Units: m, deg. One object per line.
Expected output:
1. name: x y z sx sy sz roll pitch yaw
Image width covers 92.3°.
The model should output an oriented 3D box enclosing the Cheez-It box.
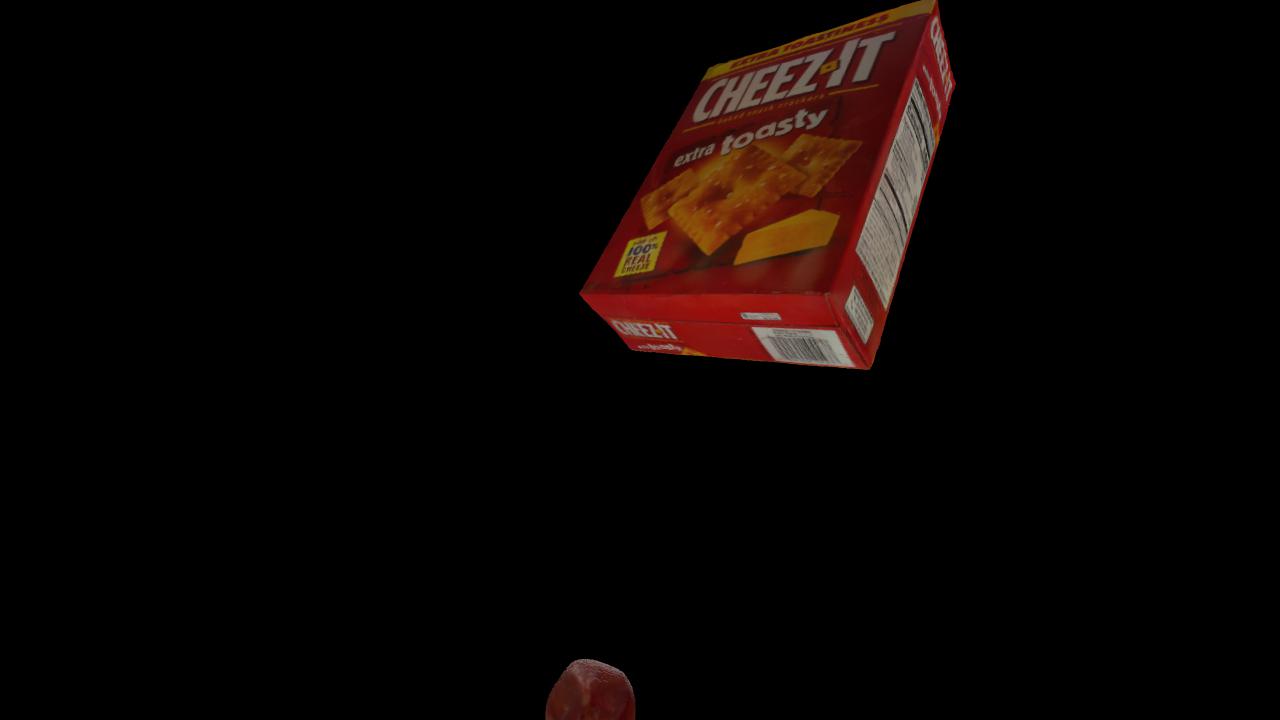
1. Cheez-It box: 0.083 -0.107 0.383 0.166 0.223 0.071 5 -30 41

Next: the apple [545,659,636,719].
1. apple: -0.040 0.300 0.522 0.079 0.079 0.093 0 -6 -9
